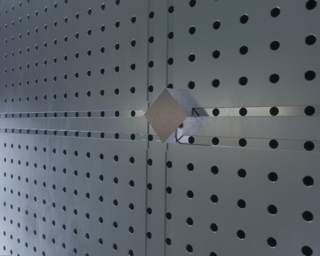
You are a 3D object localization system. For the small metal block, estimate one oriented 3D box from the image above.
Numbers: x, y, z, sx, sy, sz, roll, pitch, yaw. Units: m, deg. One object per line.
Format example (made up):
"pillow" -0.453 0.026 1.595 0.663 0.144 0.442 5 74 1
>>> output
"small metal block" 0.014 -0.015 0.399 0.050 0.025 0.050 -49 61 29
